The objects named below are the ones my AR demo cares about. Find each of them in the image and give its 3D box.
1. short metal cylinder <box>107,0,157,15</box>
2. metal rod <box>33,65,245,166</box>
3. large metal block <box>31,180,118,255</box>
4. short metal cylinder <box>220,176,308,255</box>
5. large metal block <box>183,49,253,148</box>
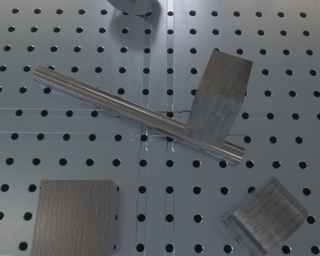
[{"bbox_3d":[-0.039,-0.216,0.461,0.080,0.080,0.050,10,71,4],"label":"short metal cylinder"},{"bbox_3d":[-0.034,-0.020,0.418,0.301,0.025,0.025,22,72,8],"label":"metal rod"},{"bbox_3d":[-0.094,0.105,0.359,0.081,0.050,0.080,0,70,0],"label":"large metal block"},{"bbox_3d":[0.115,0.099,0.347,0.080,0.080,0.050,-37,74,-12],"label":"short metal cylinder"},{"bbox_3d":[0.071,-0.036,0.383,0.050,0.079,0.080,20,49,7],"label":"large metal block"}]
